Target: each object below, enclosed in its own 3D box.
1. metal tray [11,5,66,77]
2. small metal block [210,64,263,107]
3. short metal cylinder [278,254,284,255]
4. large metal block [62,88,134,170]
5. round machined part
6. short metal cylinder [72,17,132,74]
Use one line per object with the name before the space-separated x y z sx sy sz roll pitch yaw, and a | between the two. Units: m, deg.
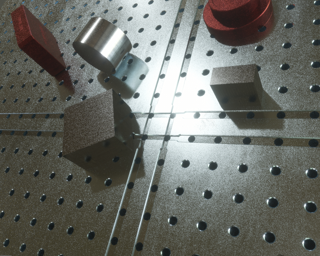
metal tray | -0.232 -0.167 0.590 0.030 0.090 0.130 -35 51 5
small metal block | 0.093 -0.049 0.374 0.050 0.050 0.025 0 62 28
short metal cylinder | 0.113 0.139 0.228 0.080 0.080 0.050 27 77 37
large metal block | -0.087 0.003 0.436 0.080 0.050 0.080 -20 54 16
round machined part | 0.109 -0.179 0.450 0.098 0.042 0.098 -13 56 21
short metal cylinder | -0.093 -0.132 0.503 0.080 0.080 0.050 21 73 35
